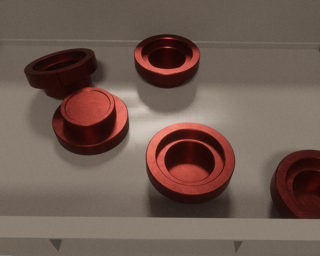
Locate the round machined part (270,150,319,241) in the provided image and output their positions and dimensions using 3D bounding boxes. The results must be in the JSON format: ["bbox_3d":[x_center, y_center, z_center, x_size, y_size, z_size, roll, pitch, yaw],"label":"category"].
[{"bbox_3d":[0.169,0.075,0.334,0.099,0.042,0.098,0,50,0],"label":"round machined part"}]

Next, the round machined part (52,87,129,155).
[{"bbox_3d":[-0.091,-0.016,0.406,0.099,0.042,0.098,0,50,0],"label":"round machined part"}]

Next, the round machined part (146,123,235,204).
[{"bbox_3d":[0.033,0.043,0.358,0.099,0.042,0.098,0,50,0],"label":"round machined part"}]

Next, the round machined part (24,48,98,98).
[{"bbox_3d":[-0.137,-0.077,0.444,0.099,0.042,0.098,-8,32,5],"label":"round machined part"}]

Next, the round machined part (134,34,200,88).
[{"bbox_3d":[0.011,-0.099,0.477,0.099,0.042,0.098,0,50,0],"label":"round machined part"}]
